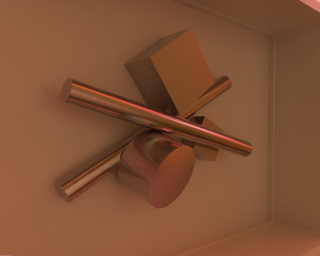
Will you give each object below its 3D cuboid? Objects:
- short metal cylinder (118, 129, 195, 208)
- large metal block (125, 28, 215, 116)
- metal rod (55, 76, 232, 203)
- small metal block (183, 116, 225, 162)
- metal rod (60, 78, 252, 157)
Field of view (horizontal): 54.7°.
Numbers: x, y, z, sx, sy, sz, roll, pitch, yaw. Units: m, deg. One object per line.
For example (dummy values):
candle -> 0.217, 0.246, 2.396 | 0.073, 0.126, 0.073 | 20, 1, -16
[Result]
short metal cylinder -> -0.003, 0.048, 0.370 | 0.081, 0.050, 0.079 | -31, 134, -38
large metal block -> 0.016, -0.071, 0.403 | 0.080, 0.050, 0.080 | -43, 117, -31
metal rod -> 0.001, -0.002, 0.407 | 0.302, 0.025, 0.025 | -34, 112, -35
small metal block -> 0.064, 0.016, 0.459 | 0.050, 0.025, 0.050 | 33, 69, -35
metal rod -> 0.022, -0.002, 0.392 | 0.302, 0.025, 0.025 | 17, 79, -39
